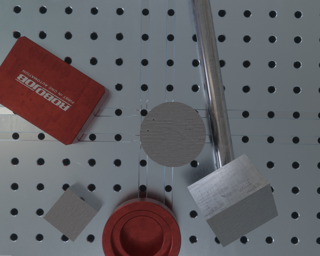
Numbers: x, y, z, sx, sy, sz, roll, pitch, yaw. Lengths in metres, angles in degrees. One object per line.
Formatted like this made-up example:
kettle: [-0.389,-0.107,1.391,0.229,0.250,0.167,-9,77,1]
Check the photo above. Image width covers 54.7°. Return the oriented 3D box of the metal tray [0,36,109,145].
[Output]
metal tray: [-0.147,-0.048,0.410,0.130,0.030,0.090,33,90,0]

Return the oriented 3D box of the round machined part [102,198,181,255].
round machined part: [-0.023,0.139,0.405,0.099,0.042,0.097,0,90,0]

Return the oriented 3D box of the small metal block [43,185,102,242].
small metal block: [-0.116,0.112,0.413,0.050,0.025,0.050,39,90,0]

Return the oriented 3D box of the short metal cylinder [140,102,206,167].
short metal cylinder: [0.016,0.008,0.401,0.081,0.050,0.079,0,90,0]

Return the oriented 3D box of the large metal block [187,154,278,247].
large metal block: [0.091,0.091,0.381,0.080,0.050,0.080,-30,133,0]

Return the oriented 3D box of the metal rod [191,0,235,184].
metal rod: [0.069,-0.075,0.413,0.025,0.025,0.298,-9,90,0]
